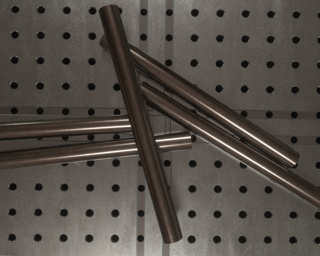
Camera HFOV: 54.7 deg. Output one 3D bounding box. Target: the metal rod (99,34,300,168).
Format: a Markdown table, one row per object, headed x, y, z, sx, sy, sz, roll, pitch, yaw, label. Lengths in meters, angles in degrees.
| x | y | z | sx | sy | sz | roll | pitch | yaw | label |
| --- | --- | --- | --- | --- | --- | --- | --- | --- | --- |
| 0.053 | -0.038 | 0.414 | 0.301 | 0.025 | 0.025 | 33 | 90 | -1 | metal rod |

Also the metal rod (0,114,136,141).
| x | y | z | sx | sy | sz | roll | pitch | yaw | label |
| --- | --- | --- | --- | --- | --- | --- | --- | --- | --- |
| -0.178 | 0.003 | 0.411 | 0.302 | 0.025 | 0.025 | -4 | 90 | -1 | metal rod |

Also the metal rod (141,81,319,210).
| x | y | z | sx | sy | sz | roll | pitch | yaw | label |
| --- | --- | --- | --- | --- | --- | --- | --- | --- | --- |
| 0.101 | 0.026 | 0.414 | 0.301 | 0.025 | 0.025 | 31 | 90 | -1 | metal rod |

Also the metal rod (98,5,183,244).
| x | y | z | sx | sy | sz | roll | pitch | yaw | label |
| --- | --- | --- | --- | --- | --- | --- | --- | --- | --- |
| -0.024 | -0.004 | 0.387 | 0.025 | 0.025 | 0.298 | -16 | 90 | 0 | metal rod |

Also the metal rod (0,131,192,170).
| x | y | z | sx | sy | sz | roll | pitch | yaw | label |
| --- | --- | --- | --- | --- | --- | --- | --- | --- | --- |
| -0.110 | 0.033 | 0.411 | 0.302 | 0.025 | 0.025 | -6 | 90 | -1 | metal rod |
